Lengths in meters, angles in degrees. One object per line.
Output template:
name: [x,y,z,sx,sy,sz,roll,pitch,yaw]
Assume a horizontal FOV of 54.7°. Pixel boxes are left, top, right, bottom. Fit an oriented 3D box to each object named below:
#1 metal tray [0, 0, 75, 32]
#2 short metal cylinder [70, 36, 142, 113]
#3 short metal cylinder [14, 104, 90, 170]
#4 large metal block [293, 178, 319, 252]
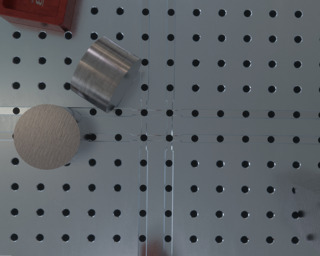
metal tray: [-0.156,-0.202,0.409,0.091,0.030,0.129,11,90,0]
short metal cylinder: [-0.066,-0.065,0.385,0.050,0.080,0.080,33,90,0]
short metal cylinder: [-0.137,0.011,0.400,0.081,0.050,0.079,0,90,0]
large metal block: [0.215,0.111,0.388,0.050,0.080,0.080,-11,90,0]
